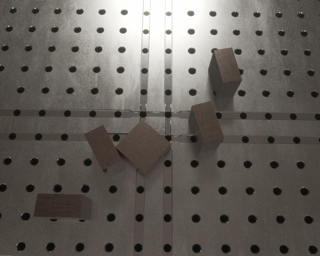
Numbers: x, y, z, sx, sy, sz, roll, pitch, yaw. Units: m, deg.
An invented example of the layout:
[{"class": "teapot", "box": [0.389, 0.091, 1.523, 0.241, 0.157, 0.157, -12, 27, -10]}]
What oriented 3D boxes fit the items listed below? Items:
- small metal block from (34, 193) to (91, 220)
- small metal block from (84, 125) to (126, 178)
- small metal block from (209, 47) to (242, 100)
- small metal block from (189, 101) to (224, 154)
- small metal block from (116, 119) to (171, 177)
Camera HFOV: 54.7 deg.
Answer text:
[{"class": "small metal block", "box": [-0.111, 0.093, 0.363, 0.050, 0.050, 0.025, 1, 70, 0]}, {"class": "small metal block", "box": [-0.067, 0.031, 0.386, 0.025, 0.050, 0.050, -28, 73, -9]}, {"class": "small metal block", "box": [0.088, -0.074, 0.427, 0.025, 0.050, 0.050, -10, 71, -4]}, {"class": "small metal block", "box": [0.058, 0.000, 0.399, 0.025, 0.050, 0.050, -14, 71, -5]}, {"class": "small metal block", "box": [-0.021, 0.026, 0.402, 0.050, 0.025, 0.050, 39, 74, 12]}]
